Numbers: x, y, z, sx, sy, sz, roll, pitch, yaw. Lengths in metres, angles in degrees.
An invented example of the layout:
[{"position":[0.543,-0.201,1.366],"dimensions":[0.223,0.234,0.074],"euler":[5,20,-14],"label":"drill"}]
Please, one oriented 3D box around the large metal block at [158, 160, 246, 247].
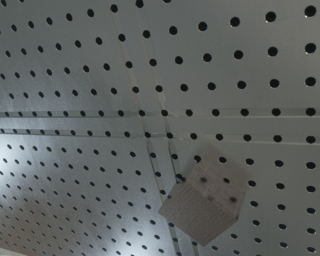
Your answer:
[{"position":[0.057,0.105,0.429],"dimensions":[0.080,0.050,0.079],"euler":[36,129,3],"label":"large metal block"}]
